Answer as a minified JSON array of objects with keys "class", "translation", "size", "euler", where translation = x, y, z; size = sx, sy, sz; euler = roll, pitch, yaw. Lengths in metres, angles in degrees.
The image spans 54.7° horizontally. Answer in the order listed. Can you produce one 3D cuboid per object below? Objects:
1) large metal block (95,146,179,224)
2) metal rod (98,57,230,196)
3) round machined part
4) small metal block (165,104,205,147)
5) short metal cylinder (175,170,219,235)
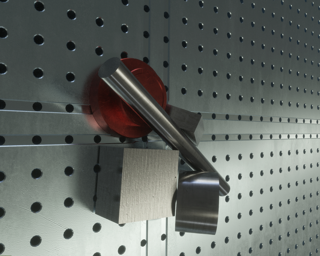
[{"class":"large metal block","translation":[-0.026,0.064,0.370],"size":[0.081,0.050,0.080],"euler":[6,86,-40]},{"class":"metal rod","translation":[0.027,0.021,0.392],"size":[0.300,0.025,0.025],"euler":[46,62,-45]},{"class":"round machined part","translation":[-0.030,-0.036,0.374],"size":[0.099,0.042,0.097],"euler":[0,90,-40]},{"class":"small metal block","translation":[0.029,-0.003,0.407],"size":[0.025,0.050,0.050],"euler":[-64,160,-16]},{"class":"short metal cylinder","translation":[0.048,0.097,0.407],"size":[0.080,0.050,0.079],"euler":[1,92,-85]}]
